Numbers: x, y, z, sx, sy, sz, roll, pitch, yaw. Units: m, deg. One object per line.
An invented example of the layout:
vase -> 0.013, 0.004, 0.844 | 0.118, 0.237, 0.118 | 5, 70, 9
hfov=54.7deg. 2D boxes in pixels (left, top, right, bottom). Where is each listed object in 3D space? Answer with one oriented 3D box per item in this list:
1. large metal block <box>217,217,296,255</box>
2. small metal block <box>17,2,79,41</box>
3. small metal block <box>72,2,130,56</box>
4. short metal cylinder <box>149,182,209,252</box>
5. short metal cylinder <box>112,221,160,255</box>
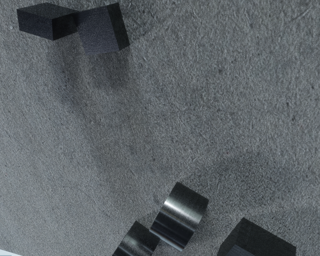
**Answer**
large metal block -> 0.131, 0.186, 0.436 | 0.080, 0.050, 0.079 | 28, 128, 9
small metal block -> -0.135, -0.131, 0.378 | 0.050, 0.050, 0.025 | 20, 126, 16
small metal block -> -0.070, -0.117, 0.369 | 0.050, 0.025, 0.050 | 0, 118, 28
short metal cylinder -> 0.027, 0.122, 0.432 | 0.050, 0.080, 0.079 | 29, 128, 9
short metal cylinder -> -0.043, 0.204, 0.518 | 0.050, 0.080, 0.079 | 34, 129, 5
